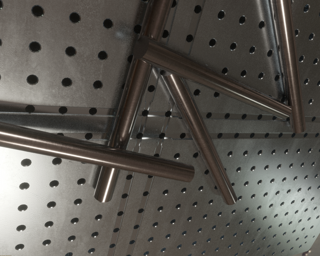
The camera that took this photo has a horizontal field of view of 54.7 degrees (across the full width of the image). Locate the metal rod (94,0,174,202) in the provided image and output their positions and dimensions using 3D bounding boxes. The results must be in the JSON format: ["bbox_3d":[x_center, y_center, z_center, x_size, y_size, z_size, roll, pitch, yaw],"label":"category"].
[{"bbox_3d":[-0.033,-0.036,0.371,0.025,0.025,0.298,5,116,-31],"label":"metal rod"}]

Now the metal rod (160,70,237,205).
[{"bbox_3d":[0.070,0.029,0.469,0.025,0.025,0.299,-35,129,-6],"label":"metal rod"}]

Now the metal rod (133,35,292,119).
[{"bbox_3d":[0.093,-0.054,0.412,0.302,0.025,0.025,14,111,-40],"label":"metal rod"}]

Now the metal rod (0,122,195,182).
[{"bbox_3d":[-0.090,0.026,0.354,0.302,0.025,0.025,15,110,-27],"label":"metal rod"}]

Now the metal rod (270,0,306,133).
[{"bbox_3d":[0.189,-0.101,0.454,0.025,0.025,0.299,-34,129,-6],"label":"metal rod"}]
